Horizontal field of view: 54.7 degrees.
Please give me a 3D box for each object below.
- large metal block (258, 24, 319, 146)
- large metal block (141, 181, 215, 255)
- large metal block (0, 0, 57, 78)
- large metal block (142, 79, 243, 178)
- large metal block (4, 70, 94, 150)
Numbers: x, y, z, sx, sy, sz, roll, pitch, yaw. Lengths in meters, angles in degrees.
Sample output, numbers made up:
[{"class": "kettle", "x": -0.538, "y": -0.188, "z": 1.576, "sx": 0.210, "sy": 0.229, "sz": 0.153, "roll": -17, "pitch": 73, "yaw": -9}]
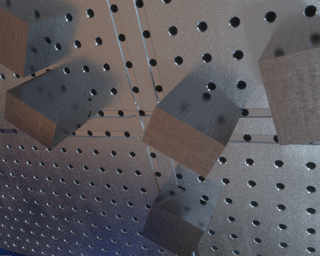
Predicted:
[{"class": "large metal block", "x": 0.131, "y": -0.041, "z": 0.281, "sx": 0.050, "sy": 0.080, "sz": 0.080, "roll": -9, "pitch": 114, "yaw": 32}, {"class": "large metal block", "x": 0.026, "y": 0.141, "z": 0.467, "sx": 0.080, "sy": 0.050, "sz": 0.079, "roll": 26, "pitch": 127, "yaw": 11}, {"class": "large metal block", "x": -0.193, "y": -0.128, "z": 0.415, "sx": 0.080, "sy": 0.050, "sz": 0.079, "roll": 32, "pitch": 128, "yaw": 7}, {"class": "large metal block", "x": 0.039, "y": -0.003, "z": 0.352, "sx": 0.080, "sy": 0.080, "sz": 0.050, "roll": 30, "pitch": 128, "yaw": 9}, {"class": "large metal block", "x": -0.155, "y": -0.028, "z": 0.438, "sx": 0.080, "sy": 0.080, "sz": 0.050, "roll": 32, "pitch": 128, "yaw": 7}]
